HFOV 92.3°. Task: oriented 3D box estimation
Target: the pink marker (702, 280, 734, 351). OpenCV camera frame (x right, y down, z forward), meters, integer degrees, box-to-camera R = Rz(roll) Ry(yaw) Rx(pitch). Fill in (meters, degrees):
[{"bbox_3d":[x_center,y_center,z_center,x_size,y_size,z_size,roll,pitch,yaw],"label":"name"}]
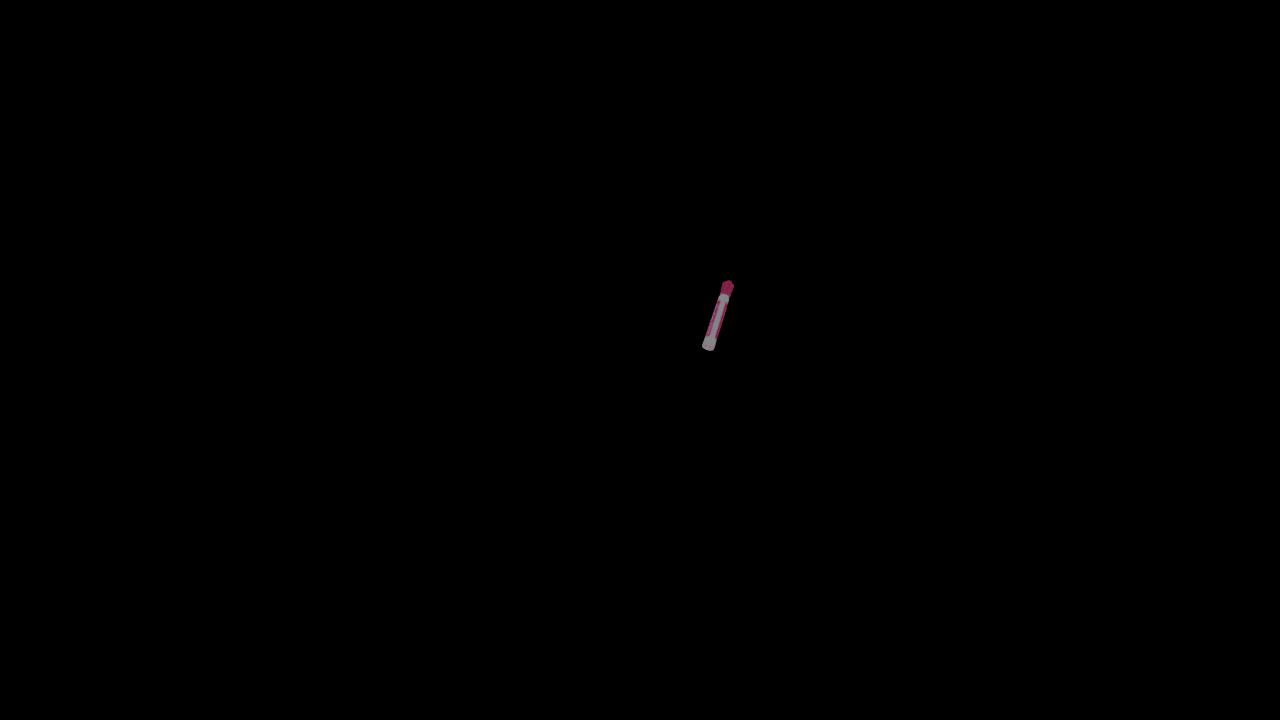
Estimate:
[{"bbox_3d":[0.119,-0.070,0.929,0.020,0.121,0.020,17,-24,8],"label":"pink marker"}]
